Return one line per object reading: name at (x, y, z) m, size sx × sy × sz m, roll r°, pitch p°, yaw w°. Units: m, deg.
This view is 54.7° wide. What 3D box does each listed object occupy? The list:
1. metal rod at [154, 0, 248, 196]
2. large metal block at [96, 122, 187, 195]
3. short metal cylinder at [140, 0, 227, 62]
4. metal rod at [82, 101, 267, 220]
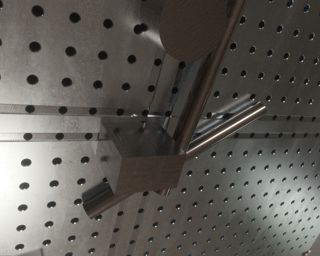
metal rod at (0.052, -0.048, 0.394) m, size 0.025 × 0.025 × 0.298 m, roll 11°, pitch 107°, yaw -33°
large metal block at (-0.026, 0.034, 0.383) m, size 0.081 × 0.080 × 0.050 m, roll 0°, pitch 119°, yaw -29°
short metal cylinder at (0.025, -0.118, 0.337) m, size 0.081 × 0.050 × 0.079 m, roll -14°, pitch 125°, yaw -21°
metal rod at (0.028, 0.042, 0.454) m, size 0.301 × 0.025 × 0.025 m, roll -30°, pitch 129°, yaw -10°
